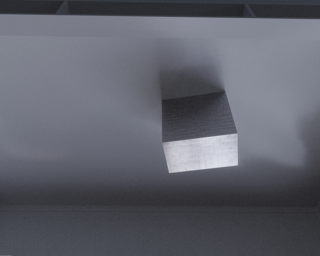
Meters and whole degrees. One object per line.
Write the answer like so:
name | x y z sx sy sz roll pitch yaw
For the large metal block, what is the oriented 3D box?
large metal block | 0.046 0.004 0.376 0.080 0.080 0.050 -7 130 6
